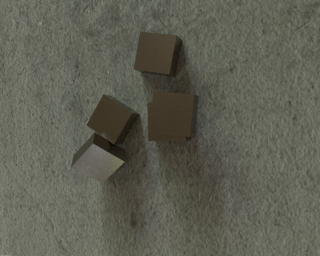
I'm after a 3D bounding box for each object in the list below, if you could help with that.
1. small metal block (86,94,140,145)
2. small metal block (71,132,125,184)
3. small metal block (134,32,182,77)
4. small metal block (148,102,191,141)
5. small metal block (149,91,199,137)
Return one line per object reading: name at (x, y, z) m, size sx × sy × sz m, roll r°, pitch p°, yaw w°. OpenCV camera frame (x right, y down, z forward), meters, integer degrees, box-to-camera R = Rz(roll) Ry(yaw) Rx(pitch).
small metal block at (-0.065, -0.012, 0.430) m, size 0.050 × 0.025 × 0.050 m, roll 33°, pitch 99°, yaw 16°
small metal block at (-0.083, 0.041, 0.420) m, size 0.050 × 0.025 × 0.050 m, roll 34°, pitch 114°, yaw -25°
small metal block at (-0.003, -0.097, 0.409) m, size 0.050 × 0.025 × 0.050 m, roll 12°, pitch 94°, yaw 19°
small metal block at (0.012, -0.008, 0.404) m, size 0.050 × 0.025 × 0.050 m, roll -1°, pitch 90°, yaw 19°
small metal block at (0.017, -0.017, 0.376) m, size 0.050 × 0.025 × 0.050 m, roll 6°, pitch 92°, yaw 19°
